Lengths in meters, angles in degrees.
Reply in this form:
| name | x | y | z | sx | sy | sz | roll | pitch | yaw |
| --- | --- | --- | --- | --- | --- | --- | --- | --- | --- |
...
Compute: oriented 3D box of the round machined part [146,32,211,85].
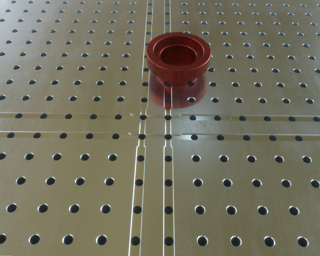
| name | x | y | z | sx | sy | sz | roll | pitch | yaw |
| --- | --- | --- | --- | --- | --- | --- | --- | --- | --- |
| round machined part | 0.028 | -0.105 | 0.485 | 0.099 | 0.042 | 0.098 | 0 | 50 | 0 |
